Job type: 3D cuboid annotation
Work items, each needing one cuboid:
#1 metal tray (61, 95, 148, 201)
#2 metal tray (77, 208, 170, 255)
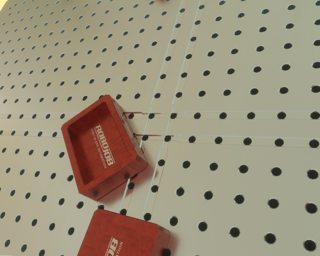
[{"bbox_3d":[-0.083,0.023,0.435,0.090,0.030,0.130,-34,51,5],"label":"metal tray"},{"bbox_3d":[-0.052,0.162,0.334,0.090,0.030,0.130,5,64,30],"label":"metal tray"}]
